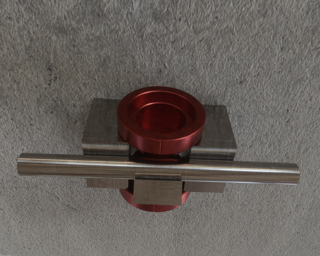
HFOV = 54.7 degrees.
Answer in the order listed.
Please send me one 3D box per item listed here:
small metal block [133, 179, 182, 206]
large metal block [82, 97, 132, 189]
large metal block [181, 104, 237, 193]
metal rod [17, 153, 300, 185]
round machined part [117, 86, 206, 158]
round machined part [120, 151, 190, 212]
[{"bbox_3d":[-0.002,0.071,0.346,0.050,0.025,0.050,2,171,0],"label":"small metal block"},{"bbox_3d":[-0.062,0.019,0.388,0.050,0.080,0.079,3,130,-3],"label":"large metal block"},{"bbox_3d":[0.057,0.025,0.395,0.050,0.080,0.079,3,130,-3],"label":"large metal block"},{"bbox_3d":[0.001,0.046,0.342,0.302,0.025,0.025,2,130,-3],"label":"metal rod"},{"bbox_3d":[0.001,-0.004,0.357,0.099,0.098,0.042,3,131,-3],"label":"round machined part"},{"bbox_3d":[-0.005,0.060,0.411,0.099,0.098,0.042,4,125,-3],"label":"round machined part"}]
